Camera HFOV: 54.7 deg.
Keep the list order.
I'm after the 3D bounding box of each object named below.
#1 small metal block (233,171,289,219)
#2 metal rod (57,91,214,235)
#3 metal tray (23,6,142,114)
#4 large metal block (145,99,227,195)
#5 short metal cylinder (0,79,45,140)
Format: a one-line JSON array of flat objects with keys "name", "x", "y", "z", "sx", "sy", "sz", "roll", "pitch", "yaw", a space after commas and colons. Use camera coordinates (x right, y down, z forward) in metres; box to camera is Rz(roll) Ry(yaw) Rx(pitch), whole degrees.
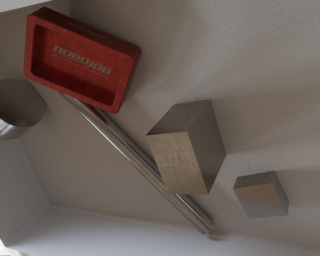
[{"name": "small metal block", "x": 0.129, "y": 0.086, "z": 0.393, "sx": 0.050, "sy": 0.025, "sz": 0.050, "roll": -18, "pitch": 109, "yaw": 34}, {"name": "metal rod", "x": -0.034, "y": 0.043, "z": 0.451, "sx": 0.300, "sy": 0.025, "sz": 0.025, "roll": 45, "pitch": 129, "yaw": -4}, {"name": "metal tray", "x": -0.099, "y": -0.081, "z": 0.385, "sx": 0.131, "sy": 0.030, "sz": 0.089, "roll": 23, "pitch": 129, "yaw": -3}, {"name": "large metal block", "x": 0.035, "y": 0.021, "z": 0.367, "sx": 0.050, "sy": 0.080, "sz": 0.080, "roll": -6, "pitch": 115, "yaw": 31}, {"name": "short metal cylinder", "x": -0.226, "y": -0.028, "z": 0.472, "sx": 0.050, "sy": 0.080, "sz": 0.080, "roll": -29, "pitch": 103, "yaw": 37}]
